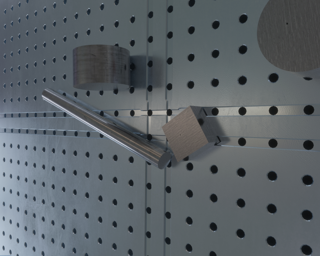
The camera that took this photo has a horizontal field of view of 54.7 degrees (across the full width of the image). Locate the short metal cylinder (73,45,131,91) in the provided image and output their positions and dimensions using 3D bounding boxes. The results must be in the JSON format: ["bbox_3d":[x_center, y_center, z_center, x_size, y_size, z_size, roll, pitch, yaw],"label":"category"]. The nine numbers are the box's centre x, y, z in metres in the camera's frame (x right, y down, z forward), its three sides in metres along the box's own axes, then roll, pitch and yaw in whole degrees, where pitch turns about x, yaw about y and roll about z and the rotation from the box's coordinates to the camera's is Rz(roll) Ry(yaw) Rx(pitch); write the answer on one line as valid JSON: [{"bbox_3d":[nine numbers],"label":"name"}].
[{"bbox_3d":[-0.083,-0.083,0.442,0.080,0.081,0.050,-2,89,40],"label":"short metal cylinder"}]

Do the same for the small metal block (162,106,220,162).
[{"bbox_3d":[0.036,0.008,0.379,0.050,0.025,0.050,-37,67,33],"label":"small metal block"}]

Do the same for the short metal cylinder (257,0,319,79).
[{"bbox_3d":[0.137,-0.087,0.280,0.080,0.050,0.079,0,90,40],"label":"short metal cylinder"}]

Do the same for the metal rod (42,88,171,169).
[{"bbox_3d":[-0.102,-0.010,0.493,0.300,0.025,0.025,26,106,37],"label":"metal rod"}]
